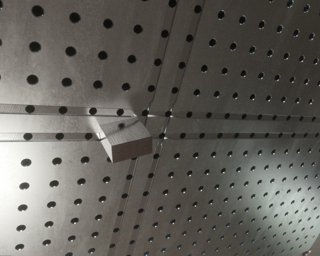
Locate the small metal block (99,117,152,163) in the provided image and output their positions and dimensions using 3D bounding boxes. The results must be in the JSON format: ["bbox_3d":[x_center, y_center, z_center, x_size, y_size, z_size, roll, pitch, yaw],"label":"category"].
[{"bbox_3d":[-0.042,0.013,0.381,0.050,0.050,0.025,-13,124,-22],"label":"small metal block"}]
